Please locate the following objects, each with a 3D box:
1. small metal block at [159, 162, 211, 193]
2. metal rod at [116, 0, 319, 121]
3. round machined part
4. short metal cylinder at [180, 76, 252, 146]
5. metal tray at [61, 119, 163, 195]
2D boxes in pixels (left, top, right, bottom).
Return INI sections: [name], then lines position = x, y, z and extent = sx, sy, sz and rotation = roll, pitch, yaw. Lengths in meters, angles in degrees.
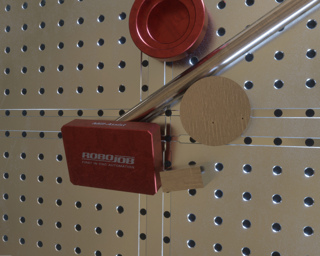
[small metal block]
position = 0.033, 0.061, 0.387
extent = 0.050, 0.050, 0.025
rotation = -11, 87, 19
[metal rod]
position = 0.059, -0.077, 0.391
extent = 0.300, 0.025, 0.025
rotation = -33, 80, 16
[round machined part]
position = 0.013, -0.134, 0.398
extent = 0.098, 0.042, 0.097
rotation = 0, 90, 19
[short metal cylinder]
position = 0.069, -0.019, 0.374
extent = 0.080, 0.050, 0.079
rotation = 0, 90, 19
[metal tray]
position = -0.063, 0.037, 0.416
extent = 0.130, 0.030, 0.089
rotation = 3, 110, 19
